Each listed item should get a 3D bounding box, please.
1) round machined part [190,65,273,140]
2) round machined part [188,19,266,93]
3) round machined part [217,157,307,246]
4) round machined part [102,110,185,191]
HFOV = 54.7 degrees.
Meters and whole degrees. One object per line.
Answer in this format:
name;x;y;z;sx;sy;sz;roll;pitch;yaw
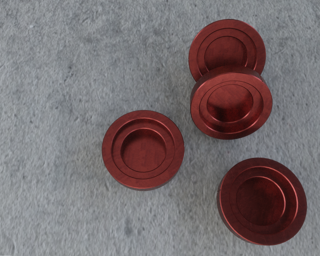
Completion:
round machined part;0.087;-0.036;0.393;0.099;0.097;0.042;4;36;1
round machined part;0.088;-0.096;0.418;0.099;0.042;0.097;1;108;5
round machined part;0.116;0.087;0.369;0.099;0.042;0.098;0;70;-1
round machined part;-0.020;0.030;0.388;0.099;0.042;0.098;0;70;-1
